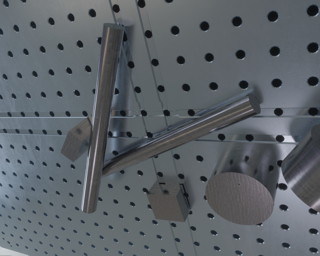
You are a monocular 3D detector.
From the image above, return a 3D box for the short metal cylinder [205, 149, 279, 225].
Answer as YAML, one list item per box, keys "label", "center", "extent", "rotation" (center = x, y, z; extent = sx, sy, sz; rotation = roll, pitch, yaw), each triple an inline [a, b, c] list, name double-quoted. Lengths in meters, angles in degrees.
- label: "short metal cylinder"
  center: [0.103, 0.073, 0.386]
  extent: [0.080, 0.050, 0.079]
  rotation: [13, 124, 21]

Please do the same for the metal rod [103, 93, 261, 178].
- label: "metal rod"
  center: [-0.004, 0.025, 0.428]
  extent: [0.299, 0.025, 0.025]
  rotation: [-26, 105, 37]

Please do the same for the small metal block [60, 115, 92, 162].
- label: "small metal block"
  center: [-0.118, 0.016, 0.467]
  extent: [0.025, 0.050, 0.050]
  rotation: [37, 129, 4]

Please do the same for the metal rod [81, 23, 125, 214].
- label: "metal rod"
  center: [-0.086, 0.006, 0.438]
  extent: [0.025, 0.025, 0.298]
  rotation: [22, 120, 15]

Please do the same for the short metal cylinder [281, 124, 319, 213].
- label: "short metal cylinder"
  center: [0.172, 0.041, 0.310]
  extent: [0.080, 0.080, 0.050]
  rotation: [31, 128, 8]

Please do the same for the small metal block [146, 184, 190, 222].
- label: "small metal block"
  center: [0.013, 0.115, 0.475]
  extent: [0.050, 0.025, 0.050]
  rotation: [-3, 117, 29]
